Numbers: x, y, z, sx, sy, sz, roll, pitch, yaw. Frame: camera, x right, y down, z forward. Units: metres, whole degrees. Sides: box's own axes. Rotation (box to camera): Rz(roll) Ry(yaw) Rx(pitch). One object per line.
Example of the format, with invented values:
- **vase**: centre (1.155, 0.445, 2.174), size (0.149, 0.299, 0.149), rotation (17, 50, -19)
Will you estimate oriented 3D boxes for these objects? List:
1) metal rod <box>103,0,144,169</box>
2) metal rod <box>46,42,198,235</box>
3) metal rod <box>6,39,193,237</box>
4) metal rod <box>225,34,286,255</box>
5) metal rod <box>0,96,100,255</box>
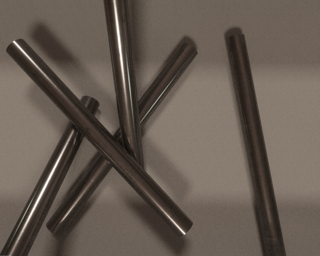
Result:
- **metal rod**: centre (-0.041, -0.065, 0.348), size (0.025, 0.025, 0.298), rotation (-4, 116, 0)
- **metal rod**: centre (-0.050, 0.014, 0.410), size (0.025, 0.025, 0.299), rotation (37, 90, -1)
- **metal rod**: centre (-0.071, 0.013, 0.372), size (0.025, 0.025, 0.300), rotation (-43, 91, 0)
- **metal rod**: centre (0.128, 0.026, 0.413), size (0.025, 0.025, 0.298), rotation (-11, 90, 0)
- **metal rod**: centre (-0.135, 0.089, 0.340), size (0.025, 0.025, 0.300), rotation (19, 61, 0)
